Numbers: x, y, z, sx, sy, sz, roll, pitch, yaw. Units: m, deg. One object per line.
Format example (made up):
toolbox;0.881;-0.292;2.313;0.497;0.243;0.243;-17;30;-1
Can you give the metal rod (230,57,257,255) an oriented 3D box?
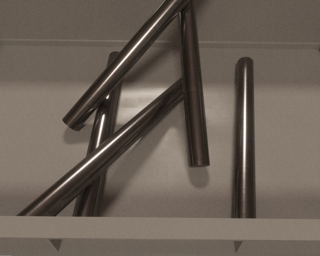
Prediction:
metal rod;0.109;0.010;0.398;0.025;0.025;0.300;8;50;6

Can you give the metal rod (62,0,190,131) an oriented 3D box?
metal rod;-0.020;-0.116;0.403;0.300;0.025;0.025;-49;61;3

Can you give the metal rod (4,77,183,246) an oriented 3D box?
metal rod;-0.044;0.014;0.367;0.025;0.025;0.302;28;48;21

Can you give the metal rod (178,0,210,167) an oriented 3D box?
metal rod;0.039;-0.099;0.407;0.025;0.025;0.299;-2;76;-3

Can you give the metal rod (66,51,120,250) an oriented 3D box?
metal rod;-0.075;0.001;0.402;0.025;0.025;0.300;2;50;1
